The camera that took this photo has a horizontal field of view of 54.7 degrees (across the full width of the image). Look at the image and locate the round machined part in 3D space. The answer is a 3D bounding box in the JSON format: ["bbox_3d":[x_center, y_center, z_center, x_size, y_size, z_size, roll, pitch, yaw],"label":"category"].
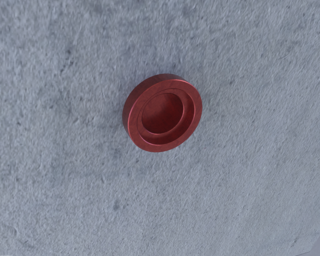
[{"bbox_3d":[0.000,-0.022,0.384,0.099,0.042,0.097,-14,125,-21],"label":"round machined part"}]
